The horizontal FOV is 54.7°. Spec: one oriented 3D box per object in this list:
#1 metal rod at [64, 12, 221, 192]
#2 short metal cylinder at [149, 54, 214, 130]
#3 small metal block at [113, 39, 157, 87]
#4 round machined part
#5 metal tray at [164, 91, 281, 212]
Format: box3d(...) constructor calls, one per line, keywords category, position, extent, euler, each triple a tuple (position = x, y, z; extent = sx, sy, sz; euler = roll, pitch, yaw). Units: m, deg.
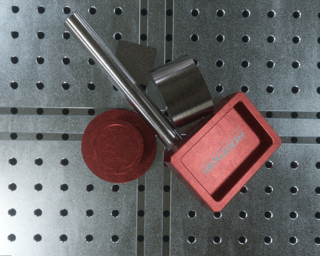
box3d(category="metal rod", position=(-0.012, -0.018, 0.396), extent=(0.025, 0.025, 0.300), euler=(-40, 98, 0))
box3d(category="short metal cylinder", position=(0.026, -0.044, 0.386), extent=(0.050, 0.080, 0.080), euler=(-25, 90, 0))
box3d(category="small metal block", position=(-0.034, -0.085, 0.413), extent=(0.050, 0.025, 0.050), euler=(13, 90, -1))
box3d(category="round machined part", position=(-0.054, 0.024, 0.403), extent=(0.099, 0.042, 0.097), euler=(0, 90, -1))
box3d(category="metal tray", position=(0.081, 0.028, 0.391), extent=(0.130, 0.030, 0.090), euler=(-43, 98, -16))
